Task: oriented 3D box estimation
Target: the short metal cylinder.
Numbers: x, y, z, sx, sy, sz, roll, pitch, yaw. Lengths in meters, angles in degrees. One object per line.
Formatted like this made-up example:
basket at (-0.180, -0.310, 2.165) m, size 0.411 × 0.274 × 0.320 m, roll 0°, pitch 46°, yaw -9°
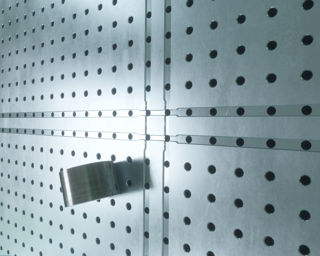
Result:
short metal cylinder at (-0.103, 0.082, 0.456) m, size 0.080 × 0.081 × 0.050 m, roll -22°, pitch 76°, yaw 37°
